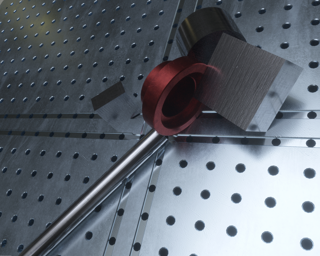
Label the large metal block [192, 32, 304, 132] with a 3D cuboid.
[{"bbox_3d":[0.096,-0.051,0.349,0.080,0.050,0.079,39,114,36],"label":"large metal block"}]

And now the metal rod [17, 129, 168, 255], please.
[{"bbox_3d":[-0.107,0.109,0.395,0.300,0.025,0.025,-43,51,-3],"label":"metal rod"}]

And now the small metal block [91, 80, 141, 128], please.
[{"bbox_3d":[-0.061,-0.033,0.443,0.050,0.050,0.025,-31,52,8],"label":"small metal block"}]

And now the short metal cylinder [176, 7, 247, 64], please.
[{"bbox_3d":[0.066,-0.107,0.403,0.080,0.080,0.050,-25,52,13],"label":"short metal cylinder"}]

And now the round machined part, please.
[{"bbox_3d":[0.016,-0.042,0.376,0.098,0.098,0.042,-48,58,-5],"label":"round machined part"}]
